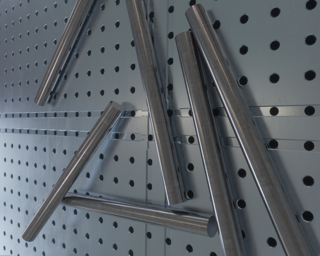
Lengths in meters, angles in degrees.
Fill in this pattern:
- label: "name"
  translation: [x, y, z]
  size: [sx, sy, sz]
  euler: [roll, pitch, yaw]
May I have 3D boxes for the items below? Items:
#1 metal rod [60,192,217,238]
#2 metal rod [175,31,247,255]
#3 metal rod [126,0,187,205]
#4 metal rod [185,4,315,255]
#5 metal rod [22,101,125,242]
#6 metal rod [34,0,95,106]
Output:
- label: "metal rod"
  translation: [-0.054, 0.120, 0.455]
  size: [0.300, 0.025, 0.025]
  euler: [-3, 88, 40]
- label: "metal rod"
  translation: [0.060, 0.030, 0.360]
  size: [0.025, 0.025, 0.299]
  euler: [-19, 78, 38]
- label: "metal rod"
  translation: [-0.008, -0.049, 0.417]
  size: [0.025, 0.025, 0.299]
  euler: [-20, 78, 38]
- label: "metal rod"
  translation: [0.090, -0.005, 0.335]
  size: [0.025, 0.025, 0.299]
  euler: [-31, 71, 36]
- label: "metal rod"
  translation: [-0.150, 0.080, 0.510]
  size: [0.025, 0.025, 0.299]
  euler: [48, 111, 29]
- label: "metal rod"
  translation: [-0.156, -0.162, 0.539]
  size: [0.025, 0.025, 0.298]
  euler: [49, 119, 29]
